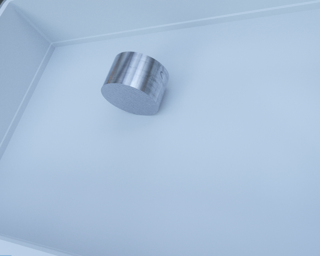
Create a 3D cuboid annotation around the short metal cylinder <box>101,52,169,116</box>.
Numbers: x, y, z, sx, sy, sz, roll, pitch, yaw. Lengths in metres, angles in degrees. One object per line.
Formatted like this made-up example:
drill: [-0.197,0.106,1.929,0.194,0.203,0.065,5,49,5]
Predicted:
short metal cylinder: [-0.033,-0.058,0.422,0.080,0.080,0.050,5,64,30]
